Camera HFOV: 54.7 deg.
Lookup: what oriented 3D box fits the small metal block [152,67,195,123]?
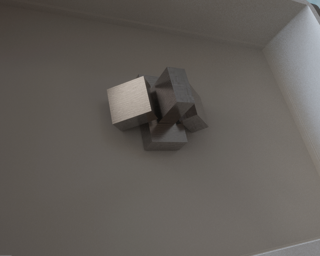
[{"bbox_3d":[0.014,-0.040,0.386,0.025,0.050,0.050,1,61,-29],"label":"small metal block"}]

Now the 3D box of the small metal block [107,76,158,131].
[{"bbox_3d":[-0.035,-0.030,0.385,0.050,0.025,0.050,-18,65,11],"label":"small metal block"}]

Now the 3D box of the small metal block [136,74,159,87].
[{"bbox_3d":[-0.007,-0.044,0.425,0.050,0.025,0.050,3,61,-28],"label":"small metal block"}]

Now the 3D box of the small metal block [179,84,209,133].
[{"bbox_3d":[0.042,-0.027,0.427,0.050,0.025,0.050,37,37,-58],"label":"small metal block"}]

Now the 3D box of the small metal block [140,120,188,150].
[{"bbox_3d":[0.003,0.001,0.404,0.050,0.025,0.050,2,61,-27],"label":"small metal block"}]
